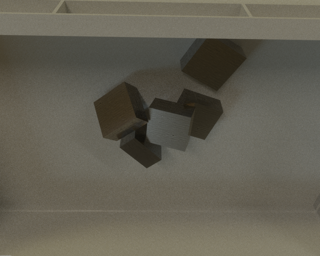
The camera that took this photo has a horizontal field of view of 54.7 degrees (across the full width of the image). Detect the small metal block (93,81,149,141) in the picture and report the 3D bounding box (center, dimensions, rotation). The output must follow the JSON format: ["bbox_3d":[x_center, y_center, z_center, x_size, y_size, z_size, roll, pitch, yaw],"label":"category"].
[{"bbox_3d":[-0.048,-0.019,0.372,0.050,0.050,0.025,-30,155,22],"label":"small metal block"}]

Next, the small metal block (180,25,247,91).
[{"bbox_3d":[0.058,-0.077,0.345,0.050,0.025,0.050,26,125,-21],"label":"small metal block"}]

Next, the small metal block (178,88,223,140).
[{"bbox_3d":[0.045,-0.017,0.396,0.050,0.025,0.050,16,128,-14],"label":"small metal block"}]

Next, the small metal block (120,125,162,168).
[{"bbox_3d":[-0.024,0.016,0.406,0.025,0.050,0.050,-33,123,24],"label":"small metal block"}]

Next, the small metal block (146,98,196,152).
[{"bbox_3d":[0.012,-0.004,0.375,0.050,0.025,0.050,14,126,10],"label":"small metal block"}]
